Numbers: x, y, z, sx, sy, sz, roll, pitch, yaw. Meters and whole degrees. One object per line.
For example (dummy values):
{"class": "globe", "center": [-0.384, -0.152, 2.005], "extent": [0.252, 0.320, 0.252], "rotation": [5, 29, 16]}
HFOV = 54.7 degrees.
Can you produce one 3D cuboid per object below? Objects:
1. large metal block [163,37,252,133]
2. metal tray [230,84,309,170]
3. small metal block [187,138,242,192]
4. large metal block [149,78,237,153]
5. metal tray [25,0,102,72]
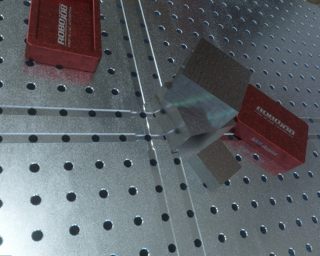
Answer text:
{"class": "large metal block", "center": [0.062, -0.055, 0.395], "extent": [0.080, 0.050, 0.080], "rotation": [33, 51, -7]}
{"class": "metal tray", "center": [0.176, -0.003, 0.501], "extent": [0.130, 0.030, 0.090], "rotation": [33, 51, -7]}
{"class": "small metal block", "center": [0.074, 0.049, 0.418], "extent": [0.050, 0.025, 0.050], "rotation": [-30, 78, -38]}
{"class": "large metal block", "center": [0.044, -0.020, 0.428], "extent": [0.081, 0.050, 0.080], "rotation": [-13, 68, -33]}
{"class": "metal tray", "center": [-0.129, -0.143, 0.422], "extent": [0.091, 0.030, 0.130], "rotation": [6, 59, -25]}
